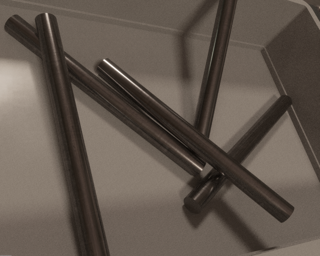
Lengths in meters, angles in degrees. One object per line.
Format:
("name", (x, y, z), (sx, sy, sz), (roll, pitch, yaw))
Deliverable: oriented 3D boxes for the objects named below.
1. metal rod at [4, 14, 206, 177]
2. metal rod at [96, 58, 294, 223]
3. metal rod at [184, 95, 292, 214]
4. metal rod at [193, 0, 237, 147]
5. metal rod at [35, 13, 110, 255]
("metal rod", (-0.066, -0.039, 0.394), (0.301, 0.025, 0.025), (38, 51, -3))
("metal rod", (0.038, 0.010, 0.395), (0.300, 0.025, 0.025), (39, 50, 8))
("metal rod", (0.133, 0.022, 0.465), (0.025, 0.025, 0.302), (49, 51, 5))
("metal rod", (0.082, -0.112, 0.434), (0.025, 0.025, 0.299), (15, 83, -20))
("metal rod", (-0.096, 0.006, 0.332), (0.025, 0.025, 0.299), (-7, 71, -31))
